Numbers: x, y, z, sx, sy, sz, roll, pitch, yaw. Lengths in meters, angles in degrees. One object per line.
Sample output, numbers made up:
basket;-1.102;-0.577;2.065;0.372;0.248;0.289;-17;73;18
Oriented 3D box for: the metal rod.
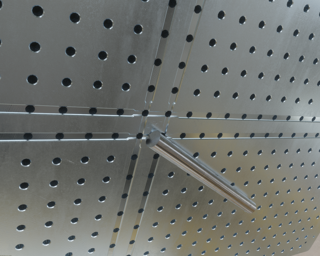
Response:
metal rod;0.084;0.085;0.511;0.025;0.025;0.301;-48;129;6
